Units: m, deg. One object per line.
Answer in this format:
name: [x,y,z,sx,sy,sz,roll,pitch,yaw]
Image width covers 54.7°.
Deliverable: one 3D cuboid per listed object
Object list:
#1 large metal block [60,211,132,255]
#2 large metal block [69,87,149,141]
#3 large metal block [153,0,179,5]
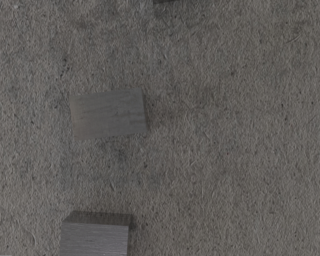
large metal block: [-0.080,0.155,0.397,0.080,0.050,0.080,4,90,0]
large metal block: [-0.058,-0.016,0.382,0.080,0.080,0.050,-7,90,0]
large metal block: [0.024,-0.214,0.397,0.080,0.050,0.080,-9,90,0]
